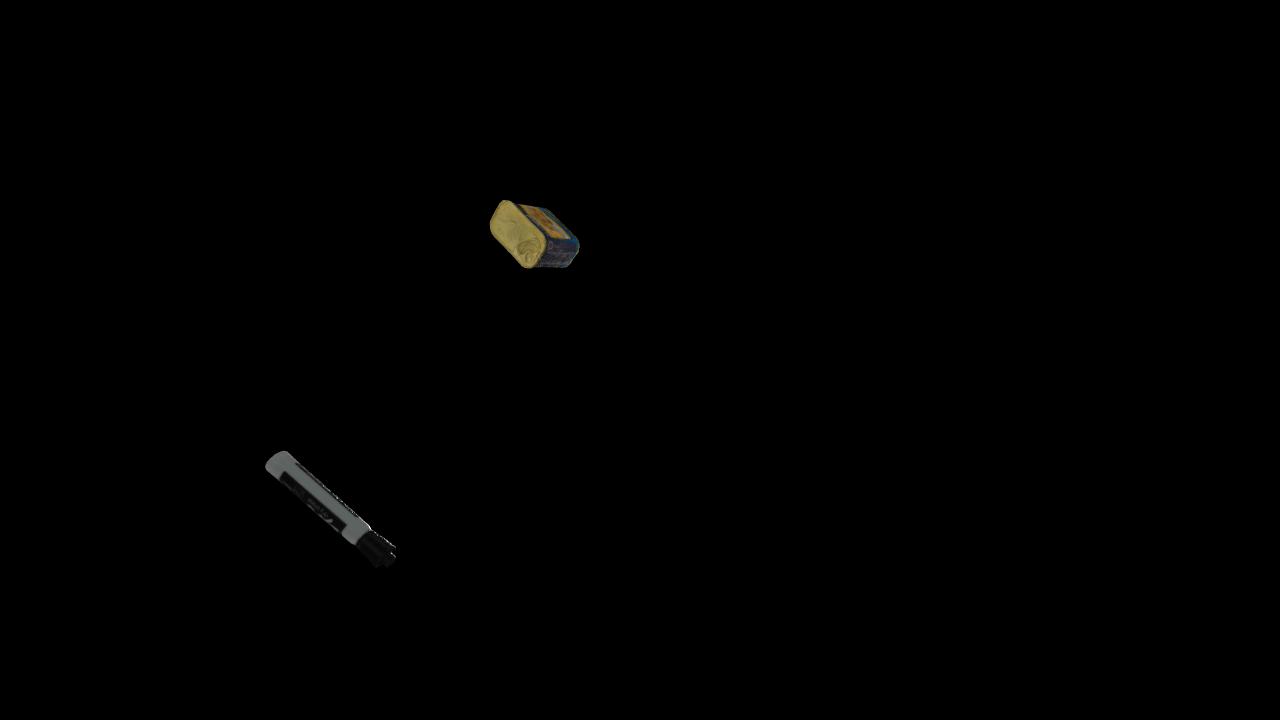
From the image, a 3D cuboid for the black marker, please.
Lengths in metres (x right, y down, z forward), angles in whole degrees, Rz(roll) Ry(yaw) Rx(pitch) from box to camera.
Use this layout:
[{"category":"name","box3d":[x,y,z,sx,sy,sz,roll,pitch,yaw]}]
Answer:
[{"category":"black marker","box3d":[-0.229,0.112,0.459,0.121,0.020,0.020,38,6,8]}]

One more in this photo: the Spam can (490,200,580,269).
[{"category":"Spam can","box3d":[-0.148,-0.177,0.876,0.101,0.058,0.085,47,27,16]}]
